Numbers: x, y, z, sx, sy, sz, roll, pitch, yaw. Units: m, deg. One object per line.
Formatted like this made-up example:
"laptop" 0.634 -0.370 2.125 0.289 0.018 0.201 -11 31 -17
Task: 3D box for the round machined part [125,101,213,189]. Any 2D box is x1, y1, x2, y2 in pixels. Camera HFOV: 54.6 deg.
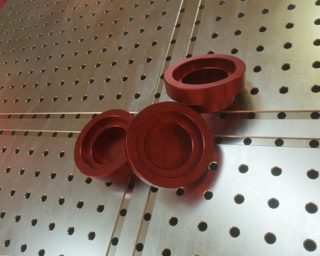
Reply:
"round machined part" 0.008 0.022 0.360 0.099 0.042 0.098 3 75 -10

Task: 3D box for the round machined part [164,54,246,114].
"round machined part" 0.057 -0.053 0.384 0.098 0.042 0.098 -8 33 6

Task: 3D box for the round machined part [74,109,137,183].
"round machined part" -0.062 0.027 0.414 0.098 0.042 0.098 -13 56 21
